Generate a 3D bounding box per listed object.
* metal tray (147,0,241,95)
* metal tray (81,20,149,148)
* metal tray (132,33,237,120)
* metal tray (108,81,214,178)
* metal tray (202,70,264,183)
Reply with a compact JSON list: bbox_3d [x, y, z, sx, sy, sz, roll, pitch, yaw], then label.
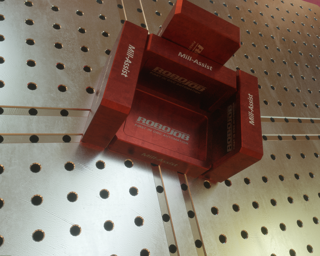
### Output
[{"bbox_3d":[0.034,-0.097,0.417,0.090,0.129,0.030,21,54,-16],"label":"metal tray"},{"bbox_3d":[-0.053,-0.052,0.369,0.030,0.090,0.130,20,54,-17],"label":"metal tray"},{"bbox_3d":[0.025,-0.062,0.417,0.131,0.090,0.030,20,55,-17],"label":"metal tray"},{"bbox_3d":[0.006,0.002,0.405,0.131,0.030,0.090,20,54,-17],"label":"metal tray"},{"bbox_3d":[0.094,-0.003,0.417,0.030,0.090,0.130,20,54,-17],"label":"metal tray"}]
